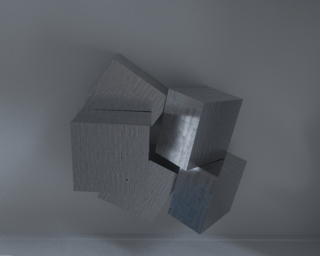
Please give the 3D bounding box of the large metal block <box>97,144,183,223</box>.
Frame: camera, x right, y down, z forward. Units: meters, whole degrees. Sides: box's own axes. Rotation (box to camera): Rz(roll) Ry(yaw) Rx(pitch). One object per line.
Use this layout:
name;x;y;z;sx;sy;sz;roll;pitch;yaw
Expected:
large metal block;-0.026;0.067;0.418;0.080;0.050;0.080;28;107;-11

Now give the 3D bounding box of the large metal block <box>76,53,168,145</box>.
large metal block;-0.042;-0.033;0.384;0.080;0.050;0.080;34;106;-12

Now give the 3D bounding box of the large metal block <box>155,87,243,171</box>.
large metal block;0.047;-0.003;0.373;0.081;0.050;0.079;-9;119;-46

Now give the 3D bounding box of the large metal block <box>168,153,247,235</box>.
large metal block;0.062;0.077;0.402;0.050;0.081;0.079;26;113;32

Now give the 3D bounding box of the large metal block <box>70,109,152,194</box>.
large metal block;-0.052;0.025;0.350;0.081;0.050;0.079;3;109;0
